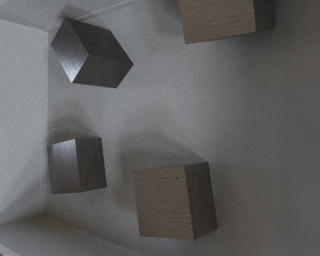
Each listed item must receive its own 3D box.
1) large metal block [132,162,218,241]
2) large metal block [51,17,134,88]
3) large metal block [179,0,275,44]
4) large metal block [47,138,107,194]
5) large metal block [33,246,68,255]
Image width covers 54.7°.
[{"bbox_3d":[0.017,0.086,0.377,0.080,0.050,0.080,-12,82,39],"label":"large metal block"},{"bbox_3d":[-0.099,-0.107,0.453,0.050,0.081,0.080,-48,62,29],"label":"large metal block"},{"bbox_3d":[0.067,-0.135,0.322,0.080,0.050,0.079,1,107,40],"label":"large metal block"},{"bbox_3d":[-0.136,0.062,0.503,0.080,0.050,0.080,-13,82,39],"label":"large metal block"},{"bbox_3d":[-0.187,0.273,0.548,0.080,0.050,0.079,22,104,38],"label":"large metal block"}]
